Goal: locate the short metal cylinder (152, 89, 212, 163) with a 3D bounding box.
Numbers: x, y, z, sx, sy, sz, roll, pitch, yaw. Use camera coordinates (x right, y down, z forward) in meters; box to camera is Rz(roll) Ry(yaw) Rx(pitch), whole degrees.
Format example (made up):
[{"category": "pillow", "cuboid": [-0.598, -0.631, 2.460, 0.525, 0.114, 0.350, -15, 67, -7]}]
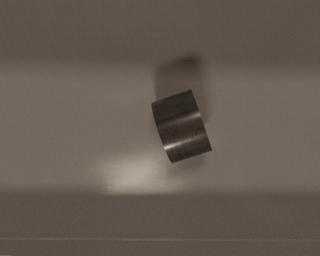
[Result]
[{"category": "short metal cylinder", "cuboid": [0.027, -0.002, 0.382, 0.050, 0.080, 0.080, -19, 109, 6]}]
